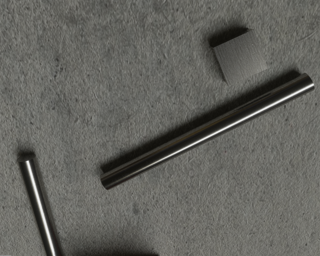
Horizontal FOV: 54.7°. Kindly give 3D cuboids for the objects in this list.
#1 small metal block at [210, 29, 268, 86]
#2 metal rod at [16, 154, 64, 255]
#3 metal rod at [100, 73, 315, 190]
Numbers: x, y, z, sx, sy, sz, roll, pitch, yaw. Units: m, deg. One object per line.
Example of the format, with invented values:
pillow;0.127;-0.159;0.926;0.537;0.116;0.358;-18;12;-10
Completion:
small metal block;0.096;-0.087;0.379;0.050;0.025;0.050;-24;109;8
metal rod;-0.165;0.179;0.474;0.025;0.025;0.298;-6;110;2
metal rod;0.055;0.009;0.413;0.301;0.025;0.025;-27;108;9
